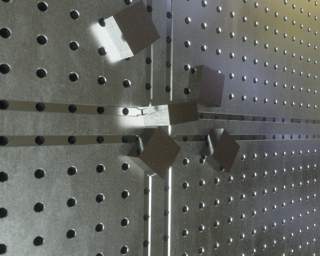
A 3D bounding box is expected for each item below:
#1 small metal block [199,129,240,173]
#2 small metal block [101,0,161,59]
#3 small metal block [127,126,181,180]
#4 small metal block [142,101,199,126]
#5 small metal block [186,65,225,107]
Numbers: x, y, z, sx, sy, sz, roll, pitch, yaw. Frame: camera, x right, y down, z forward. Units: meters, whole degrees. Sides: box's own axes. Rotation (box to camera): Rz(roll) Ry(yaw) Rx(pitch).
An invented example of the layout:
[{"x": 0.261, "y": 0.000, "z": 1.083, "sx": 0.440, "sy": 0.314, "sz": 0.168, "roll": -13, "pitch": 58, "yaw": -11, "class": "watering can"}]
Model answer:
[{"x": 0.095, "y": 0.036, "z": 0.487, "sx": 0.050, "sy": 0.025, "sz": 0.050, "roll": 43, "pitch": 64, "yaw": -32, "class": "small metal block"}, {"x": -0.034, "y": -0.120, "z": 0.379, "sx": 0.050, "sy": 0.025, "sz": 0.050, "roll": -43, "pitch": 116, "yaw": -31, "class": "small metal block"}, {"x": -0.007, "y": 0.031, "z": 0.403, "sx": 0.050, "sy": 0.025, "sz": 0.050, "roll": 46, "pitch": 63, "yaw": -30, "class": "small metal block"}, {"x": 0.014, "y": -0.019, "z": 0.403, "sx": 0.050, "sy": 0.050, "sz": 0.025, "roll": -11, "pitch": 96, "yaw": -40, "class": "small metal block"}, {"x": 0.069, "y": -0.061, "z": 0.466, "sx": 0.050, "sy": 0.025, "sz": 0.050, "roll": 14, "pitch": 81, "yaw": -39, "class": "small metal block"}]
